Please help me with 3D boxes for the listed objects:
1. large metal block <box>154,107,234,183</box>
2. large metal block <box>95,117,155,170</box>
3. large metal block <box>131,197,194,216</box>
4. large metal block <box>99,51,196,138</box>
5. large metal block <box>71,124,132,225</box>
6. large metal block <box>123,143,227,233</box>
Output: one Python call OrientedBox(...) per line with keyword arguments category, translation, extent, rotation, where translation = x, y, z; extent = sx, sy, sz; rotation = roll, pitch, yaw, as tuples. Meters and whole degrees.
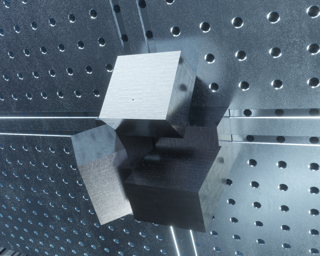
OrientedBox(category="large metal block", translation=(0.043, 0.020, 0.385), extent=(0.080, 0.050, 0.080), rotation=(3, 120, 27))
OrientedBox(category="large metal block", translation=(-0.033, 0.016, 0.423), extent=(0.080, 0.050, 0.080), rotation=(7, 122, 25))
OrientedBox(category="large metal block", translation=(0.017, 0.100, 0.422), extent=(0.080, 0.050, 0.080), rotation=(2, 164, 27))
OrientedBox(category="large metal block", translation=(-0.012, -0.036, 0.350), extent=(0.080, 0.080, 0.050), rotation=(2, 158, 27))
OrientedBox(category="large metal block", translation=(-0.064, 0.050, 0.366), extent=(0.050, 0.080, 0.080), rotation=(-20, 117, -13))
OrientedBox(category="large metal block", translation=(0.020, 0.059, 0.337), extent=(0.080, 0.080, 0.050), rotation=(2, 119, 27))
